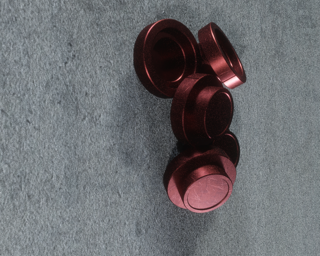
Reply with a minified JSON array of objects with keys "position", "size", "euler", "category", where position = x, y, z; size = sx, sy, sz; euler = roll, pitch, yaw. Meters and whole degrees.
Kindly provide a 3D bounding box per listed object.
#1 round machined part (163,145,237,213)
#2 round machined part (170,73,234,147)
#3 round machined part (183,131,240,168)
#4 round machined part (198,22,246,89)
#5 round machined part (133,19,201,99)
[{"position":[0.057,0.074,0.412],"size":[0.099,0.042,0.097],"euler":[-8,124,-12],"category":"round machined part"},{"position":[0.061,-0.021,0.406],"size":[0.099,0.042,0.097],"euler":[-17,113,-45],"category":"round machined part"},{"position":[0.084,0.037,0.468],"size":[0.099,0.042,0.097],"euler":[0,90,-40],"category":"round machined part"},{"position":[0.082,-0.099,0.448],"size":[0.098,0.042,0.098],"euler":[40,35,-35],"category":"round machined part"},{"position":[0.005,-0.086,0.401],"size":[0.099,0.042,0.097],"euler":[0,90,-40],"category":"round machined part"}]
